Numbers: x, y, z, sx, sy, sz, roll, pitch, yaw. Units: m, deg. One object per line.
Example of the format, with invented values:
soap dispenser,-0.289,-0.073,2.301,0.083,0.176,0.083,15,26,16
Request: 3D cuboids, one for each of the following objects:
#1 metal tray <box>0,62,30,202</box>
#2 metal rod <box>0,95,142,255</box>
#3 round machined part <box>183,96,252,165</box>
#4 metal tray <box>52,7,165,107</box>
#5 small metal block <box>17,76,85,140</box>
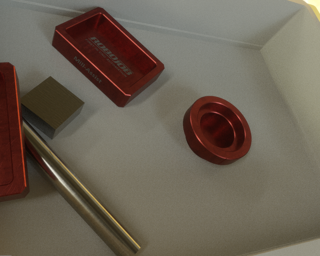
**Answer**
metal tray,-0.175,0.005,0.283,0.091,0.030,0.129,-7,72,-19
metal rod,-0.131,0.020,0.323,0.300,0.025,0.025,46,51,4
round machined part,0.075,0.007,0.433,0.099,0.042,0.098,14,56,-21
metal tray,-0.069,-0.100,0.427,0.130,0.030,0.090,43,51,1
small metal block,-0.124,-0.024,0.354,0.050,0.025,0.050,39,51,-3
